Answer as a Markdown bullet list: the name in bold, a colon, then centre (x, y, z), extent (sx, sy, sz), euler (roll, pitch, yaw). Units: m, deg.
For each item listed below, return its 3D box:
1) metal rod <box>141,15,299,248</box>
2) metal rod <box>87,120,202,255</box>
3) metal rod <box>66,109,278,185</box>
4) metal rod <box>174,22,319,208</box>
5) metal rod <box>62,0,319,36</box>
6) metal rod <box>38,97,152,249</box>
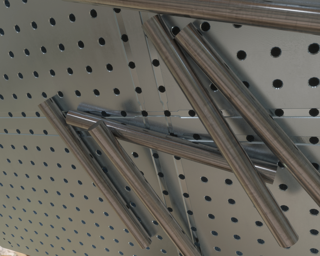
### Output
- **metal rod**: centre (0.071, 0.007, 0.354), extent (0.025, 0.025, 0.299), euler (-30, 95, 38)
- **metal rod**: centre (-0.010, 0.114, 0.469), extent (0.025, 0.025, 0.299), euler (-19, 114, 35)
- **metal rod**: centre (0.002, 0.020, 0.422), extent (0.301, 0.025, 0.025), euler (15, 125, 19)
- **metal rod**: centre (0.124, 0.006, 0.349), extent (0.300, 0.025, 0.025), euler (48, 129, -6)
- **metal rod**: centre (0.022, -0.128, 0.320), extent (0.301, 0.025, 0.025), euler (15, 125, 19)
- **metal rod**: centre (-0.102, 0.082, 0.516), extent (0.025, 0.025, 0.299), euler (-22, 107, 36)
